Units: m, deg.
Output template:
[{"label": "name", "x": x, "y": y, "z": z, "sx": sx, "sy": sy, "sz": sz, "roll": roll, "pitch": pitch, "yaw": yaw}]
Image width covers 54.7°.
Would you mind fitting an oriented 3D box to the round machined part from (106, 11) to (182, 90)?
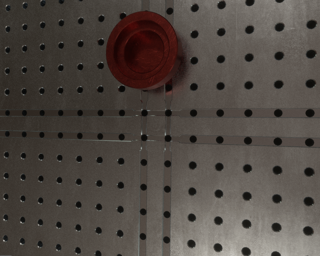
[{"label": "round machined part", "x": -0.018, "y": -0.099, "z": 0.409, "sx": 0.098, "sy": 0.042, "sz": 0.097, "roll": 0, "pitch": 90, "yaw": 19}]
